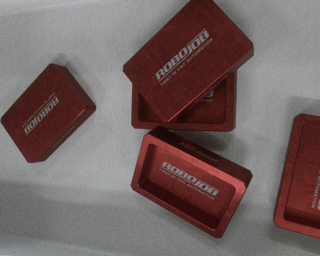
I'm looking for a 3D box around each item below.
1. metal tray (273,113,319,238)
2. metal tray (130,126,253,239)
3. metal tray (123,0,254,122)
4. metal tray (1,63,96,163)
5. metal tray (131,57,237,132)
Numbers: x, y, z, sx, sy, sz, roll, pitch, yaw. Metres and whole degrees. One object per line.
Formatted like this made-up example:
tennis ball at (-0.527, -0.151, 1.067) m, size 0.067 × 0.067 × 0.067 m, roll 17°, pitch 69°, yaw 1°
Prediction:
metal tray at (0.185, 0.055, 0.342) m, size 0.090 × 0.030 × 0.129 m, roll 12°, pitch 94°, yaw 19°
metal tray at (0.033, 0.065, 0.378) m, size 0.130 × 0.030 × 0.089 m, roll 26°, pitch 121°, yaw 17°
metal tray at (0.031, -0.079, 0.364) m, size 0.130 × 0.030 × 0.090 m, roll -41°, pitch 77°, yaw 15°
metal tray at (-0.170, -0.021, 0.466) m, size 0.130 × 0.030 × 0.090 m, roll -42°, pitch 77°, yaw 14°
metal tray at (0.030, -0.042, 0.396) m, size 0.130 × 0.030 × 0.089 m, roll 2°, pitch 91°, yaw 19°
